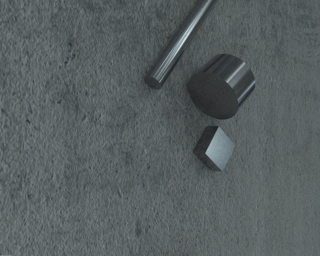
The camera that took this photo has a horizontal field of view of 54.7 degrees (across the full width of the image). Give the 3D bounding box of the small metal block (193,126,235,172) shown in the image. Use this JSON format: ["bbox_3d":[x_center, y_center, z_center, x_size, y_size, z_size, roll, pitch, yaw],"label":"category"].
[{"bbox_3d":[0.084,0.032,0.478,0.050,0.025,0.050,46,63,-31],"label":"small metal block"}]

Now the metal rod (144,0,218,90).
[{"bbox_3d":[0.062,-0.175,0.458,0.025,0.025,0.300,46,62,-31],"label":"metal rod"}]

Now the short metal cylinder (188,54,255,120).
[{"bbox_3d":[0.088,-0.059,0.445,0.050,0.080,0.080,-46,118,-30],"label":"short metal cylinder"}]
